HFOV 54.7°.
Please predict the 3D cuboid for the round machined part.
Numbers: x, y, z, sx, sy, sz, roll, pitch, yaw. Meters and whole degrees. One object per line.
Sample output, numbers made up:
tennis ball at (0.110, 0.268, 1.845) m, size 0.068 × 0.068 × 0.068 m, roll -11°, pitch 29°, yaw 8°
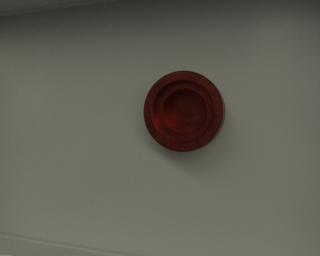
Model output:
round machined part at (0.033, -0.020, 0.389) m, size 0.098 × 0.042 × 0.097 m, roll 0°, pitch 90°, yaw 19°
